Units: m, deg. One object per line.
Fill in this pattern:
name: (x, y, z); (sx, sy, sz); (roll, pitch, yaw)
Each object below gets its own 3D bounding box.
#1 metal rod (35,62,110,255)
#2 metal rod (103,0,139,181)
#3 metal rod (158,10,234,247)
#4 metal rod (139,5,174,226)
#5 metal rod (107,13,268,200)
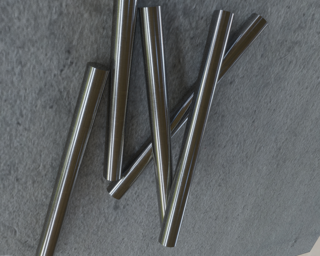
metal rod: (-0.116, 0.064, 0.383); (0.025, 0.025, 0.298); (7, 115, -32)
metal rod: (-0.043, -0.067, 0.342); (0.025, 0.025, 0.298); (-6, 121, -26)
metal rod: (0.043, 0.007, 0.389); (0.025, 0.025, 0.298); (8, 100, -32)
metal rod: (0.001, 0.008, 0.384); (0.025, 0.025, 0.298); (-15, 117, -20)
metal rod: (0.032, -0.024, 0.411); (0.025, 0.025, 0.299); (34, 99, -39)
